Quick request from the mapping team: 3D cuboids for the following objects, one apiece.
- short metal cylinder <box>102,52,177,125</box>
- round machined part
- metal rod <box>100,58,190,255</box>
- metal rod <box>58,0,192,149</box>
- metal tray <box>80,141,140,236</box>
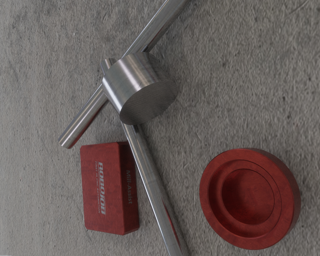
[{"bbox_3d":[-0.025,-0.048,0.390,0.080,0.081,0.050,-47,62,30],"label":"short metal cylinder"},{"bbox_3d":[0.093,0.069,0.317,0.098,0.042,0.097,0,90,40],"label":"round machined part"},{"bbox_3d":[-0.026,0.034,0.426,0.025,0.025,0.299,-34,69,35],"label":"metal rod"},{"bbox_3d":[-0.048,-0.081,0.418,0.299,0.025,0.025,-47,62,20],"label":"metal rod"},{"bbox_3d":[-0.078,0.088,0.466,0.090,0.030,0.129,-8,85,39],"label":"metal tray"}]
